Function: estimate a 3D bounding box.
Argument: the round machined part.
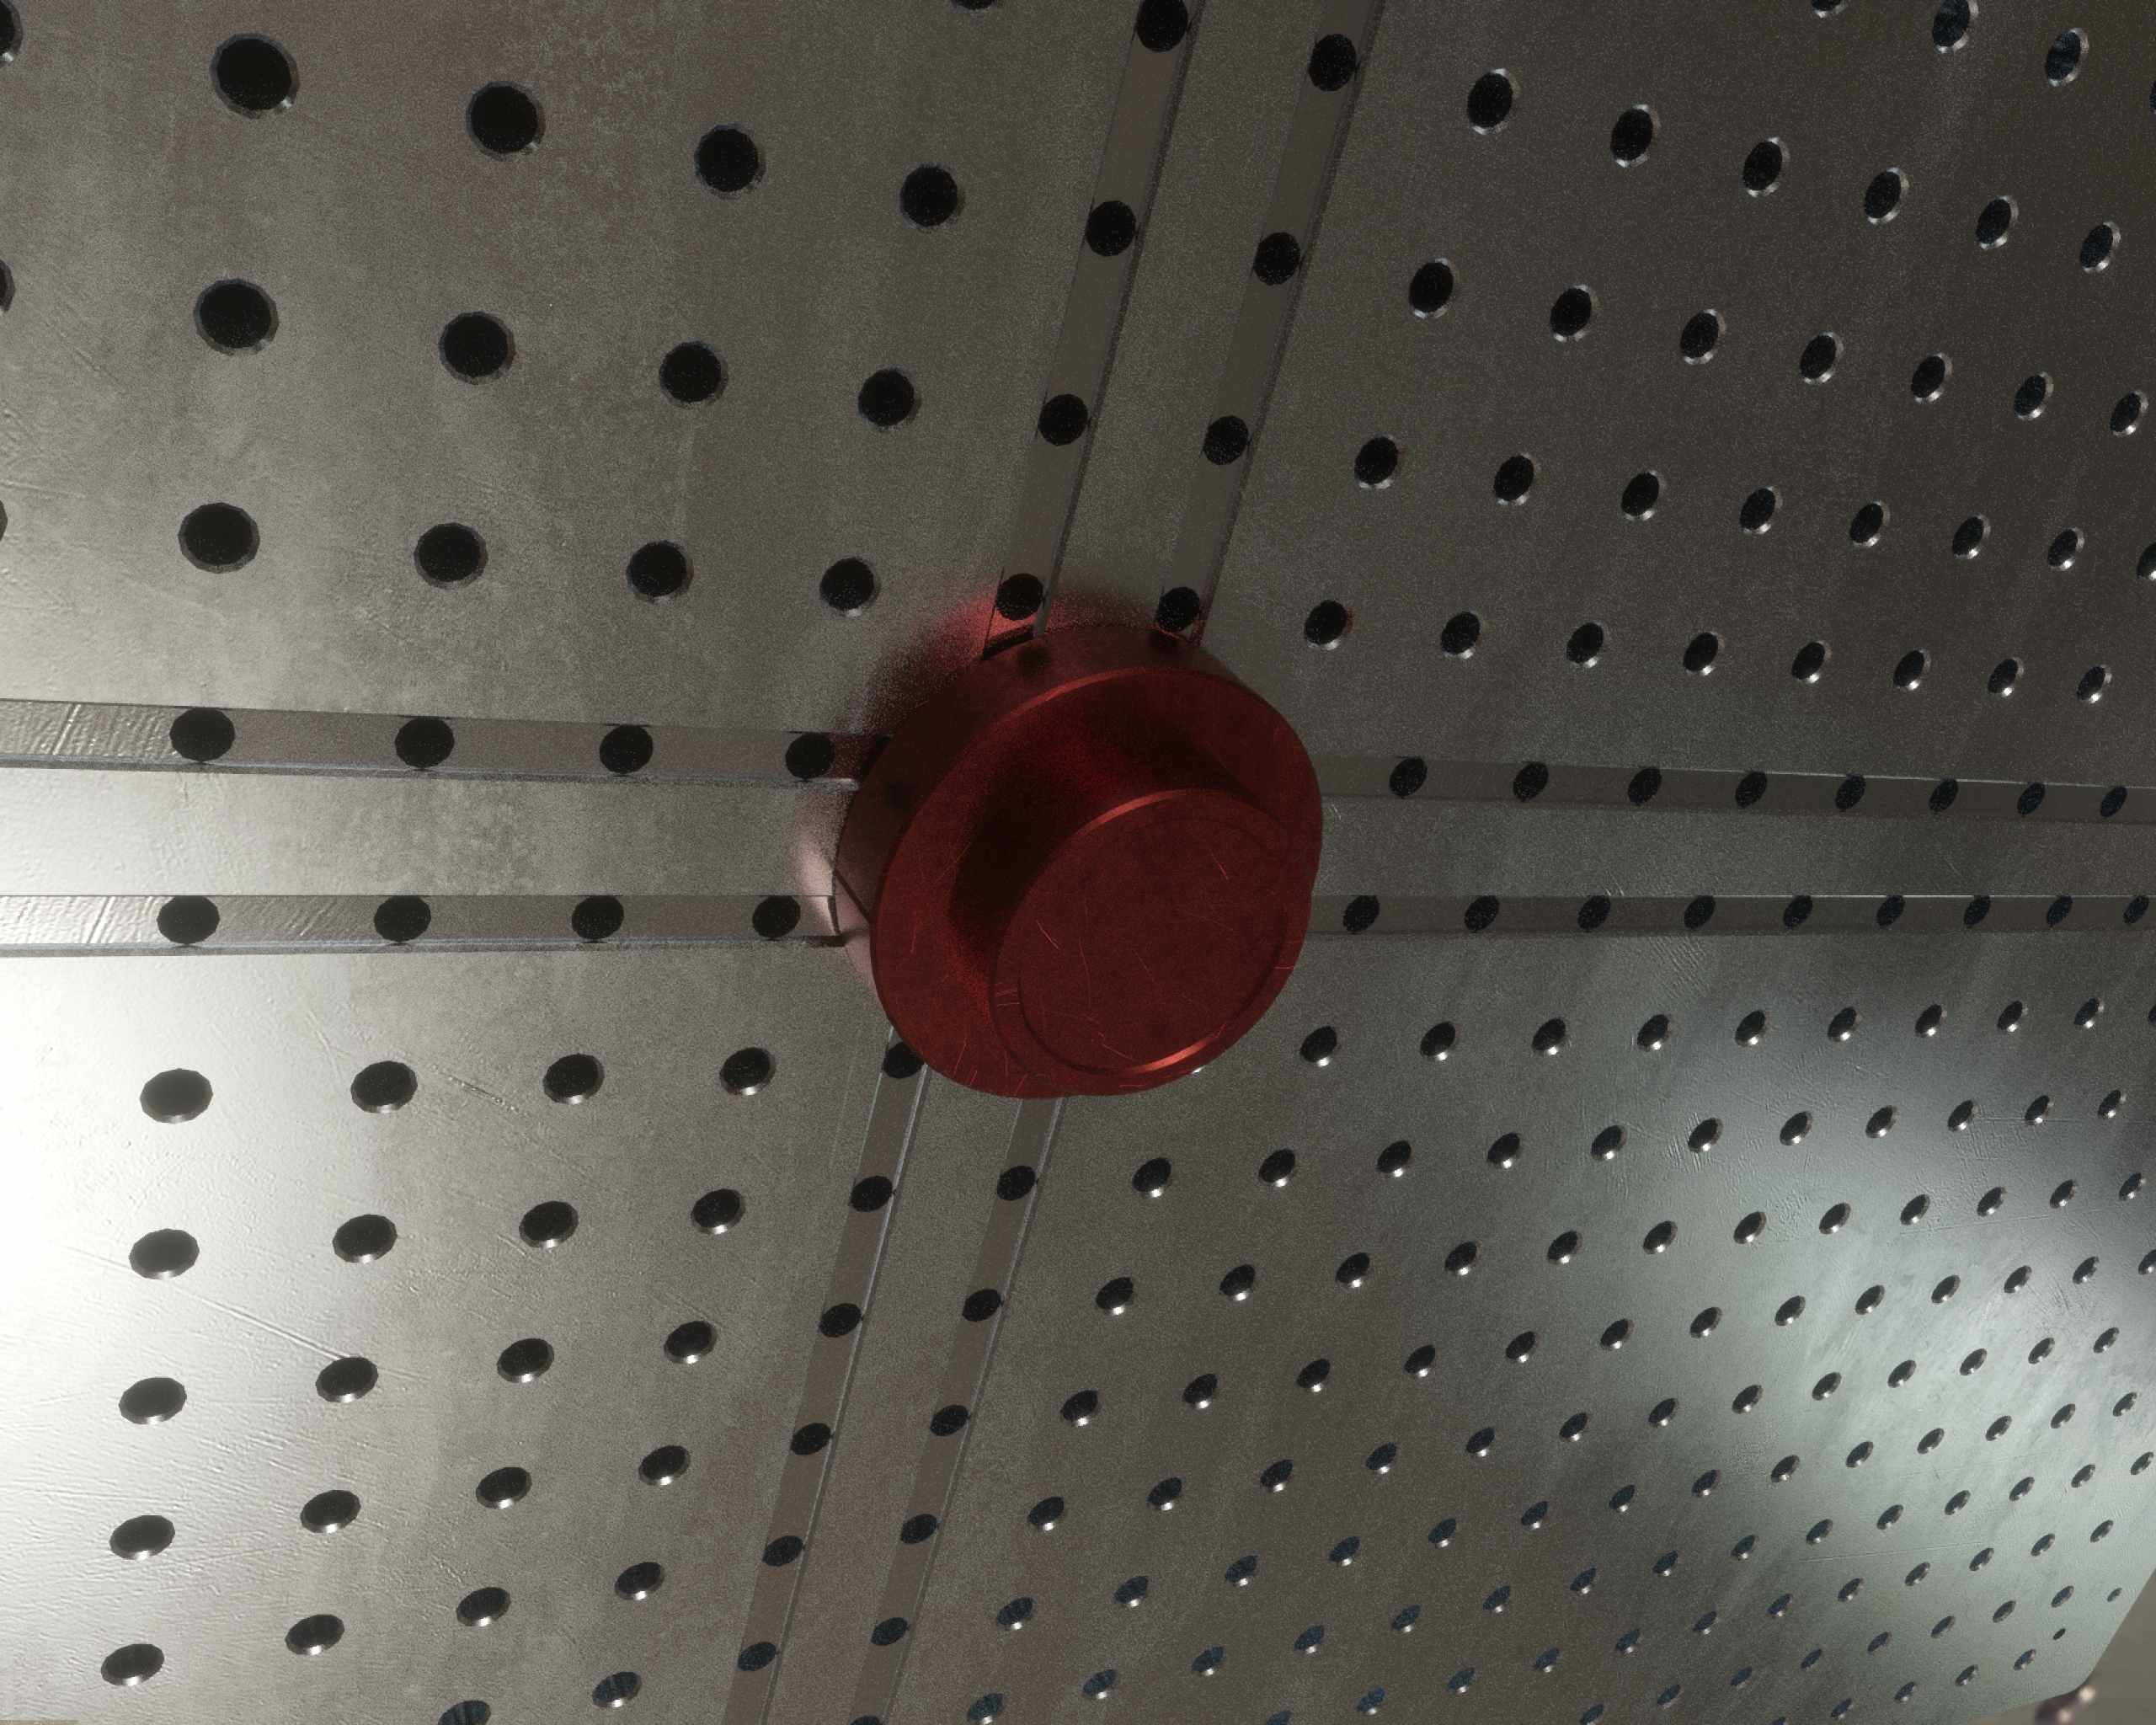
[{"bbox_3d":[0.006,0.007,0.409,0.099,0.042,0.097,-14,125,-21],"label":"round machined part"}]
